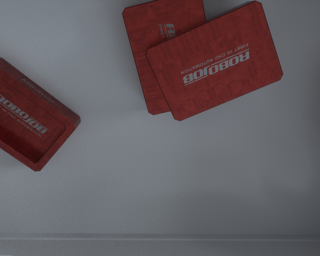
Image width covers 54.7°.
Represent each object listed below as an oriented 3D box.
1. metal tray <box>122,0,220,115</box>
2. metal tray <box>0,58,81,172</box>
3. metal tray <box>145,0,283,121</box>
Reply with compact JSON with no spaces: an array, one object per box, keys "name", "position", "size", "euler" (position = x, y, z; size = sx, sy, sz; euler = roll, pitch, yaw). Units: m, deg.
[{"name":"metal tray","position":[0.015,-0.088,0.376],"size":[0.090,0.030,0.129],"euler":[-13,110,4]},{"name":"metal tray","position":[-0.183,-0.015,0.400],"size":[0.130,0.030,0.090],"euler":[39,105,-14]},{"name":"metal tray","position":[0.060,-0.074,0.350],"size":[0.130,0.030,0.090],"euler":[-23,109,7]}]
